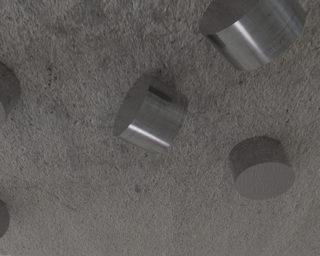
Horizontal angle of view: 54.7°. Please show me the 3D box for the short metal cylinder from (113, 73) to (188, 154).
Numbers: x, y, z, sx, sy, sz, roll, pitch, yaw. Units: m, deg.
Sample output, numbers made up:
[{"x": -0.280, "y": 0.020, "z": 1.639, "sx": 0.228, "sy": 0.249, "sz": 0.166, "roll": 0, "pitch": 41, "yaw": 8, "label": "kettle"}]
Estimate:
[{"x": -0.012, "y": -0.016, "z": 0.357, "sx": 0.050, "sy": 0.080, "sz": 0.080, "roll": 28, "pitch": 125, "yaw": -22, "label": "short metal cylinder"}]

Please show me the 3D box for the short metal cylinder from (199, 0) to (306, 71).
[{"x": 0.083, "y": -0.100, "z": 0.286, "sx": 0.080, "sy": 0.080, "sz": 0.050, "roll": -37, "pitch": 121, "yaw": 27, "label": "short metal cylinder"}]

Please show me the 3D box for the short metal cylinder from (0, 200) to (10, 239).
[{"x": -0.295, "y": 0.153, "z": 0.498, "sx": 0.050, "sy": 0.080, "sz": 0.080, "roll": -29, "pitch": 125, "yaw": 22, "label": "short metal cylinder"}]

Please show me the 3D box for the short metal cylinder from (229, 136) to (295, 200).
[{"x": 0.143, "y": 0.058, "z": 0.441, "sx": 0.081, "sy": 0.050, "sz": 0.079, "roll": 0, "pitch": 130, "yaw": 0, "label": "short metal cylinder"}]

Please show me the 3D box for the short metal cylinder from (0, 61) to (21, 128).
[{"x": -0.211, "y": -0.039, "z": 0.356, "sx": 0.081, "sy": 0.050, "sz": 0.079, "roll": 0, "pitch": 130, "yaw": 0, "label": "short metal cylinder"}]
